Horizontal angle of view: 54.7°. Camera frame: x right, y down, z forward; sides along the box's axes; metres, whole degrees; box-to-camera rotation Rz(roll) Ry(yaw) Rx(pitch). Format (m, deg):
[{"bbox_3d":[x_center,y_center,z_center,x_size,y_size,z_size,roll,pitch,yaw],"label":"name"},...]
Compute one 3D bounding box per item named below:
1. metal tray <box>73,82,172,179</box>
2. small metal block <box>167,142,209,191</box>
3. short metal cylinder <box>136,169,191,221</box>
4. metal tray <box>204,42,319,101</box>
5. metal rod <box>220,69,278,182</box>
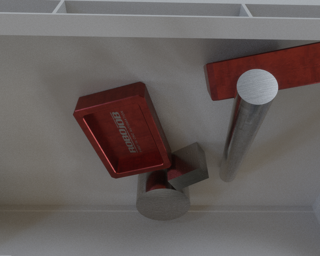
[{"bbox_3d":[-0.044,0.009,0.412,0.090,0.030,0.129,-13,129,10],"label":"metal tray"},{"bbox_3d":[0.038,0.054,0.439,0.050,0.050,0.025,-26,126,20],"label":"small metal block"},{"bbox_3d":[0.005,0.099,0.477,0.081,0.050,0.079,0,130,0],"label":"short metal cylinder"},{"bbox_3d":[0.090,-0.054,0.296,0.090,0.130,0.030,-9,99,8],"label":"metal tray"},{"bbox_3d":[0.082,0.022,0.334,0.025,0.025,0.300,-8,160,6],"label":"metal rod"}]
